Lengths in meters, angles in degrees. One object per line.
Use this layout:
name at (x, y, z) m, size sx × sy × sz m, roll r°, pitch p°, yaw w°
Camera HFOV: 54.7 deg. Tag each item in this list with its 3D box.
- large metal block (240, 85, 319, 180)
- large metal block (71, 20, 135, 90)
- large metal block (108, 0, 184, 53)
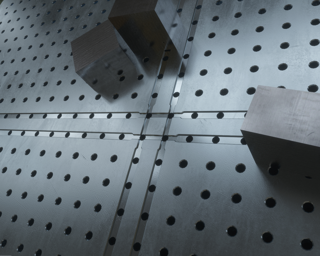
large metal block at (0.133, 0.007, 0.299) m, size 0.080 × 0.080 × 0.050 m, roll 14°, pitch 69°, yaw 33°
large metal block at (-0.096, -0.123, 0.516) m, size 0.080 × 0.050 × 0.080 m, roll -28°, pitch 52°, yaw 10°
large metal block at (-0.020, -0.166, 0.484) m, size 0.080 × 0.080 × 0.050 m, roll 2°, pitch 63°, yaw 29°
